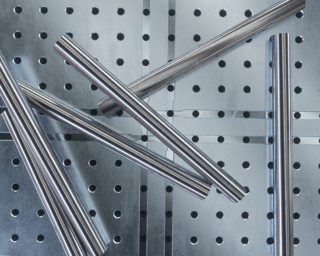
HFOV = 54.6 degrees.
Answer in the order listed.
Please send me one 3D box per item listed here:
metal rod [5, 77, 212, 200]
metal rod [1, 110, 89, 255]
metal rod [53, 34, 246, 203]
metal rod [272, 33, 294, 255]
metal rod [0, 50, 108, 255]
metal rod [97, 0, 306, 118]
[{"bbox_3d":[-0.069,0.013,0.412,0.301,0.025,0.025,29,90,0],"label":"metal rod"},{"bbox_3d":[-0.135,0.113,0.412,0.025,0.025,0.299,-25,90,0],"label":"metal rod"},{"bbox_3d":[-0.007,-0.006,0.394,0.300,0.025,0.025,41,90,-8],"label":"metal rod"},{"bbox_3d":[0.164,0.026,0.414,0.025,0.025,0.298,-1,90,0],"label":"metal rod"},{"bbox_3d":[-0.147,0.033,0.396,0.025,0.025,0.299,-27,97,0],"label":"metal rod"},{"bbox_3d":[0.055,-0.097,0.413,0.301,0.025,0.025,-29,90,0],"label":"metal rod"}]
